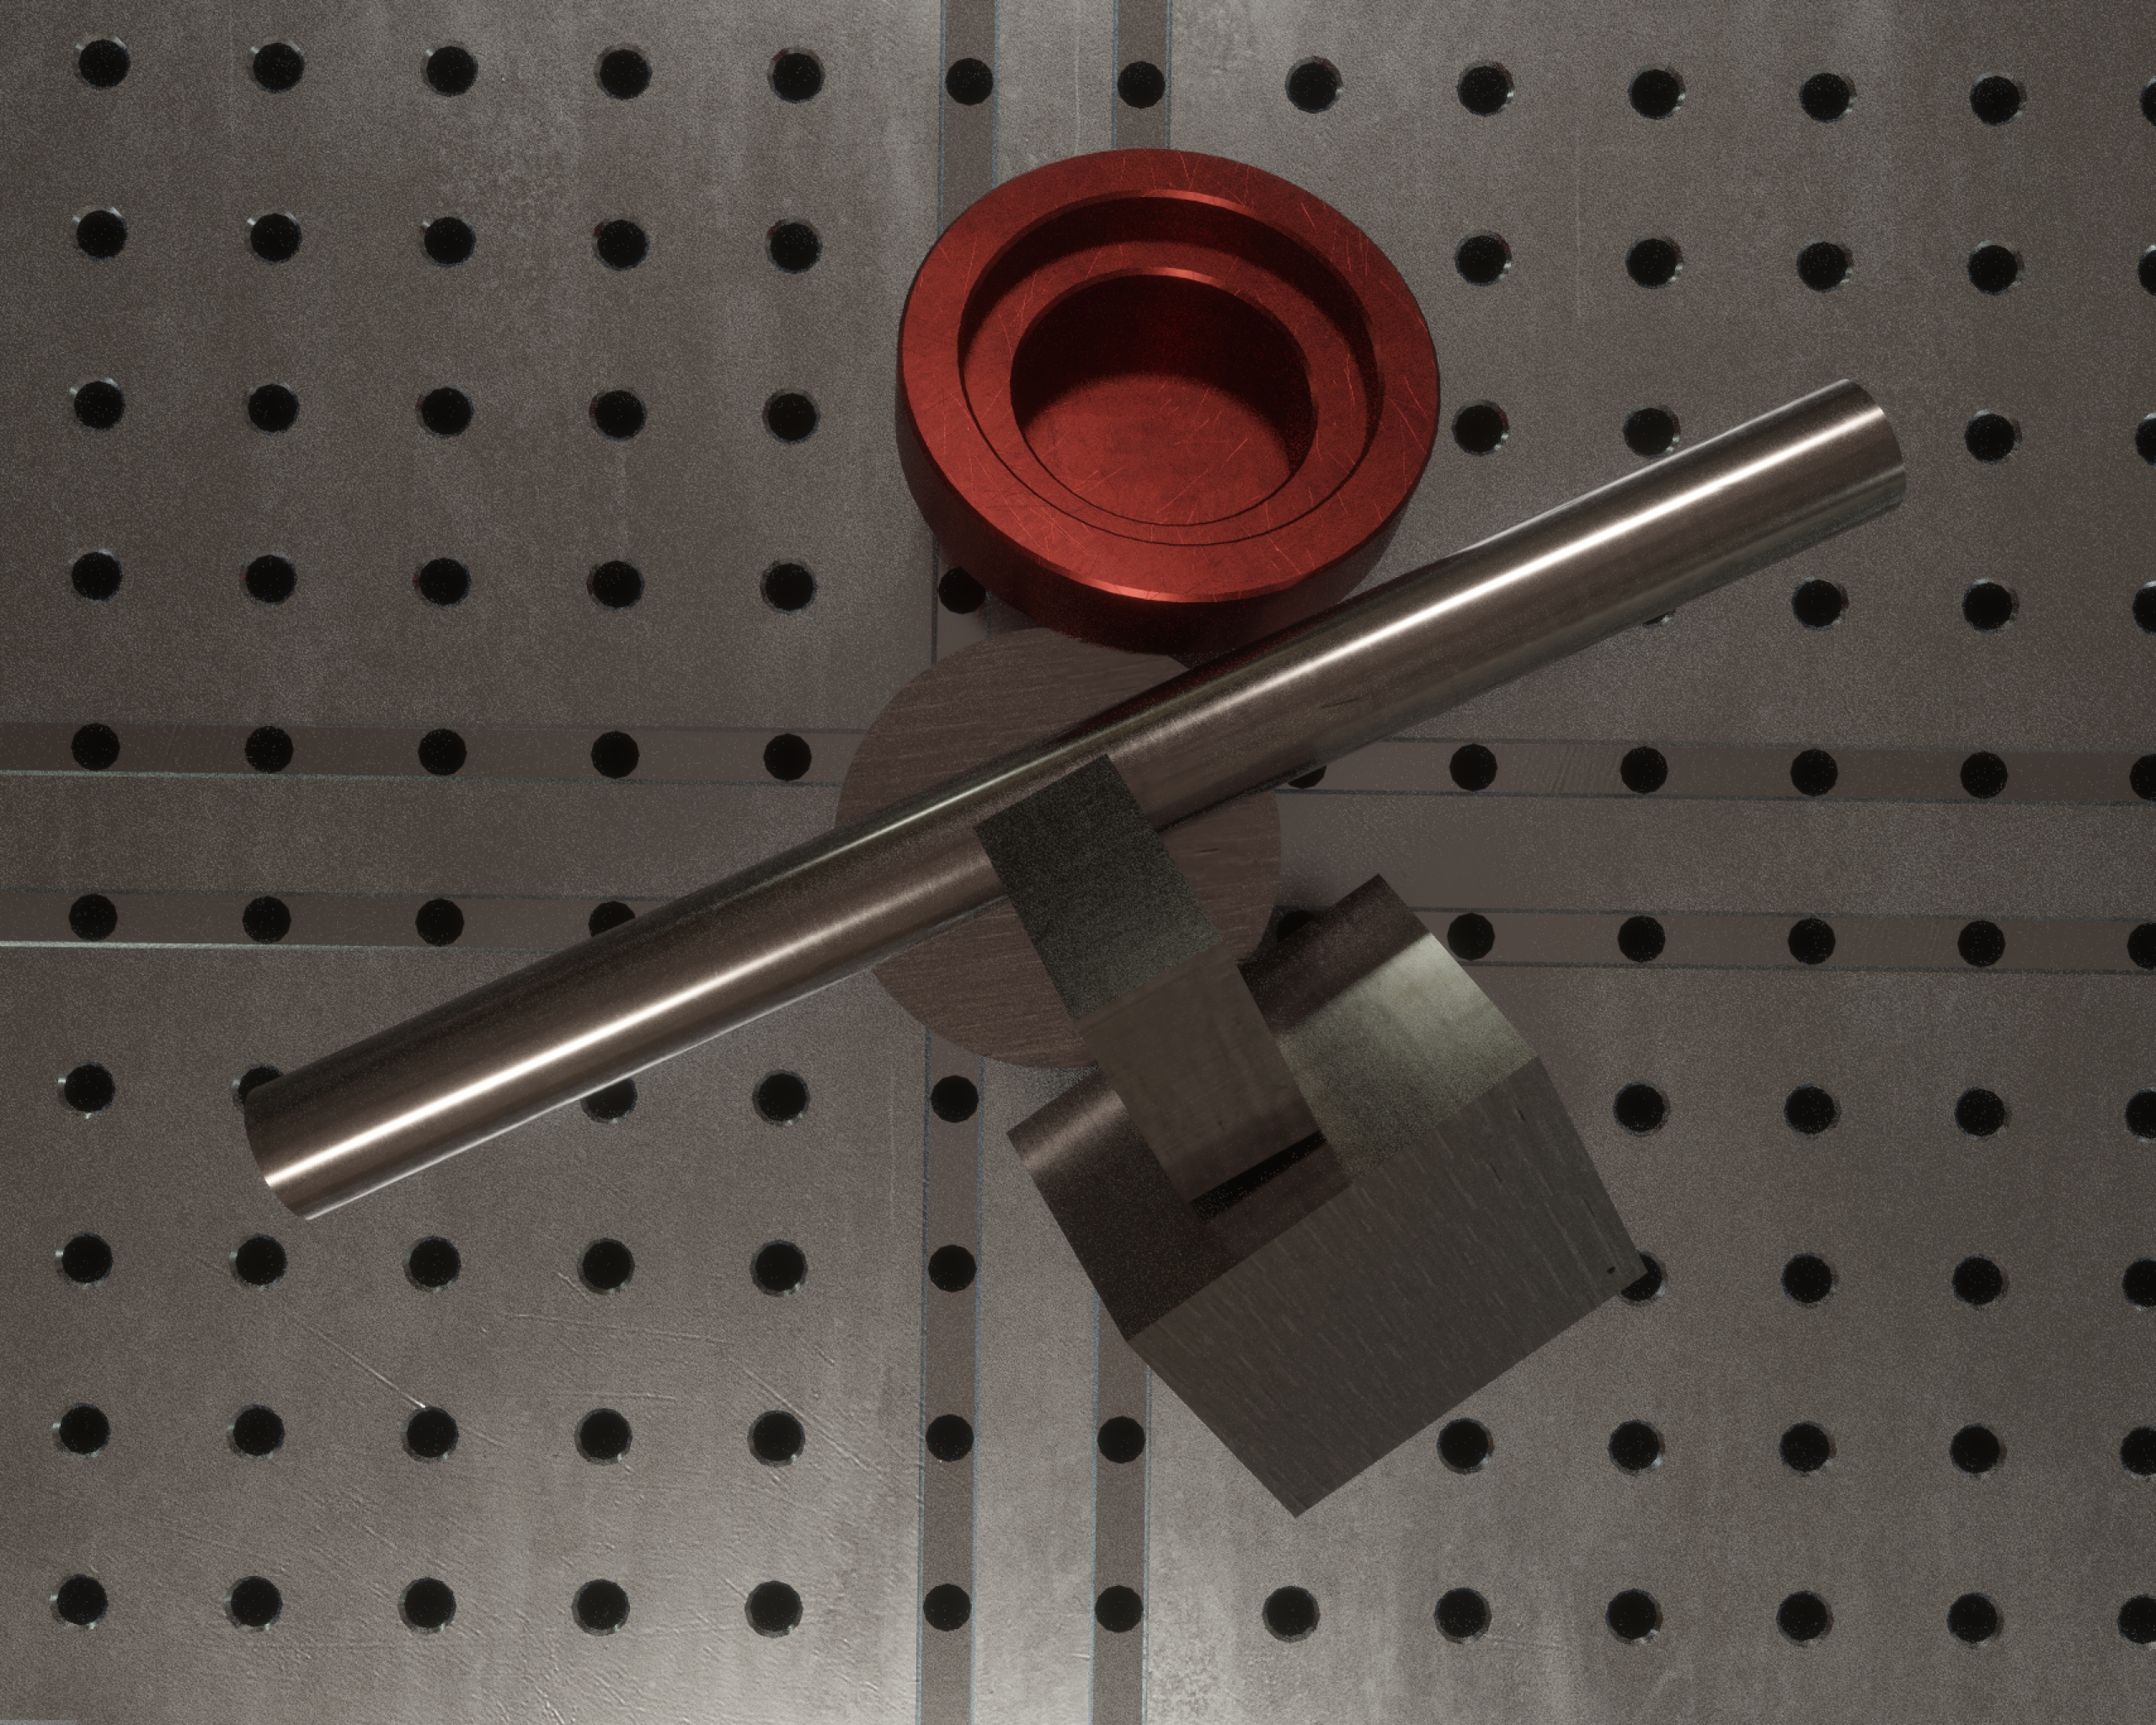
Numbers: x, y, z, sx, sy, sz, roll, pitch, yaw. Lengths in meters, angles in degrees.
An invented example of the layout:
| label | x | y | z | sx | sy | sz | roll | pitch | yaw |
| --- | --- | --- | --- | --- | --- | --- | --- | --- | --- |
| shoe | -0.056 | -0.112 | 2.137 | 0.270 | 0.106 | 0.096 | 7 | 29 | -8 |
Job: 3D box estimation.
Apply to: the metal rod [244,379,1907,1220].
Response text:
| label | x | y | z | sx | sy | sz | roll | pitch | yaw |
| --- | --- | --- | --- | --- | --- | --- | --- | --- | --- |
| metal rod | 0.000 | -0.011 | 0.363 | 0.301 | 0.025 | 0.025 | -24 | 90 | -1 |

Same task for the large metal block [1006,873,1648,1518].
| label | x | y | z | sx | sy | sz | roll | pitch | yaw |
| --- | --- | --- | --- | --- | --- | --- | --- | --- | --- |
| large metal block | 0.047 | 0.062 | 0.379 | 0.080 | 0.050 | 0.080 | -35 | 135 | 0 |

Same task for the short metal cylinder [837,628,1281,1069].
| label | x | y | z | sx | sy | sz | roll | pitch | yaw |
| --- | --- | --- | --- | --- | --- | --- | --- | --- | --- |
| short metal cylinder | -0.004 | -0.003 | 0.400 | 0.081 | 0.050 | 0.079 | 0 | 90 | -1 |

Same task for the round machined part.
| label | x | y | z | sx | sy | sz | roll | pitch | yaw |
| --- | --- | --- | --- | --- | --- | --- | --- | --- | --- |
| round machined part | 0.015 | -0.082 | 0.393 | 0.099 | 0.042 | 0.098 | 2 | 67 | -6 |

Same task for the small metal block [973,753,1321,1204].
| label | x | y | z | sx | sy | sz | roll | pitch | yaw |
| --- | --- | --- | --- | --- | --- | --- | --- | --- | --- |
| small metal block | 0.011 | 0.019 | 0.340 | 0.025 | 0.050 | 0.050 | -29 | 132 | 0 |
